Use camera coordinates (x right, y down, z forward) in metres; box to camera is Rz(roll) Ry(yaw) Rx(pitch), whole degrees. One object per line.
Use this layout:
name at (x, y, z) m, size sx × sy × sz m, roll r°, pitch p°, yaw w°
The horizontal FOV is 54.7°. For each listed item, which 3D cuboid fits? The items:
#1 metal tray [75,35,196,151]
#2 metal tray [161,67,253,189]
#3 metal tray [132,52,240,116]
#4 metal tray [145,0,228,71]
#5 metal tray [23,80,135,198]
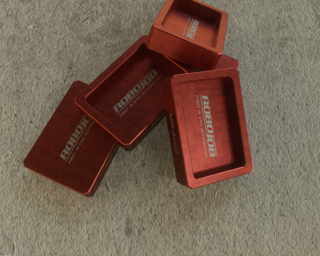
metal tray at (-0.028, -0.046, 0.391) m, size 0.090 × 0.030 × 0.130 m, roll 40°, pitch 74°, yaw 13°
metal tray at (0.057, -0.002, 0.372) m, size 0.091 × 0.030 × 0.129 m, roll -11°, pitch 94°, yaw -21°
metal tray at (0.033, -0.077, 0.435) m, size 0.130 × 0.030 × 0.090 m, roll 26°, pitch 72°, yaw 8°
metal tray at (0.041, -0.135, 0.420) m, size 0.090 × 0.030 × 0.130 m, roll 22°, pitch 44°, yaw -3°
metal tray at (-0.099, 0.012, 0.400) m, size 0.090 × 0.030 × 0.130 m, roll 23°, pitch 71°, yaw 8°
